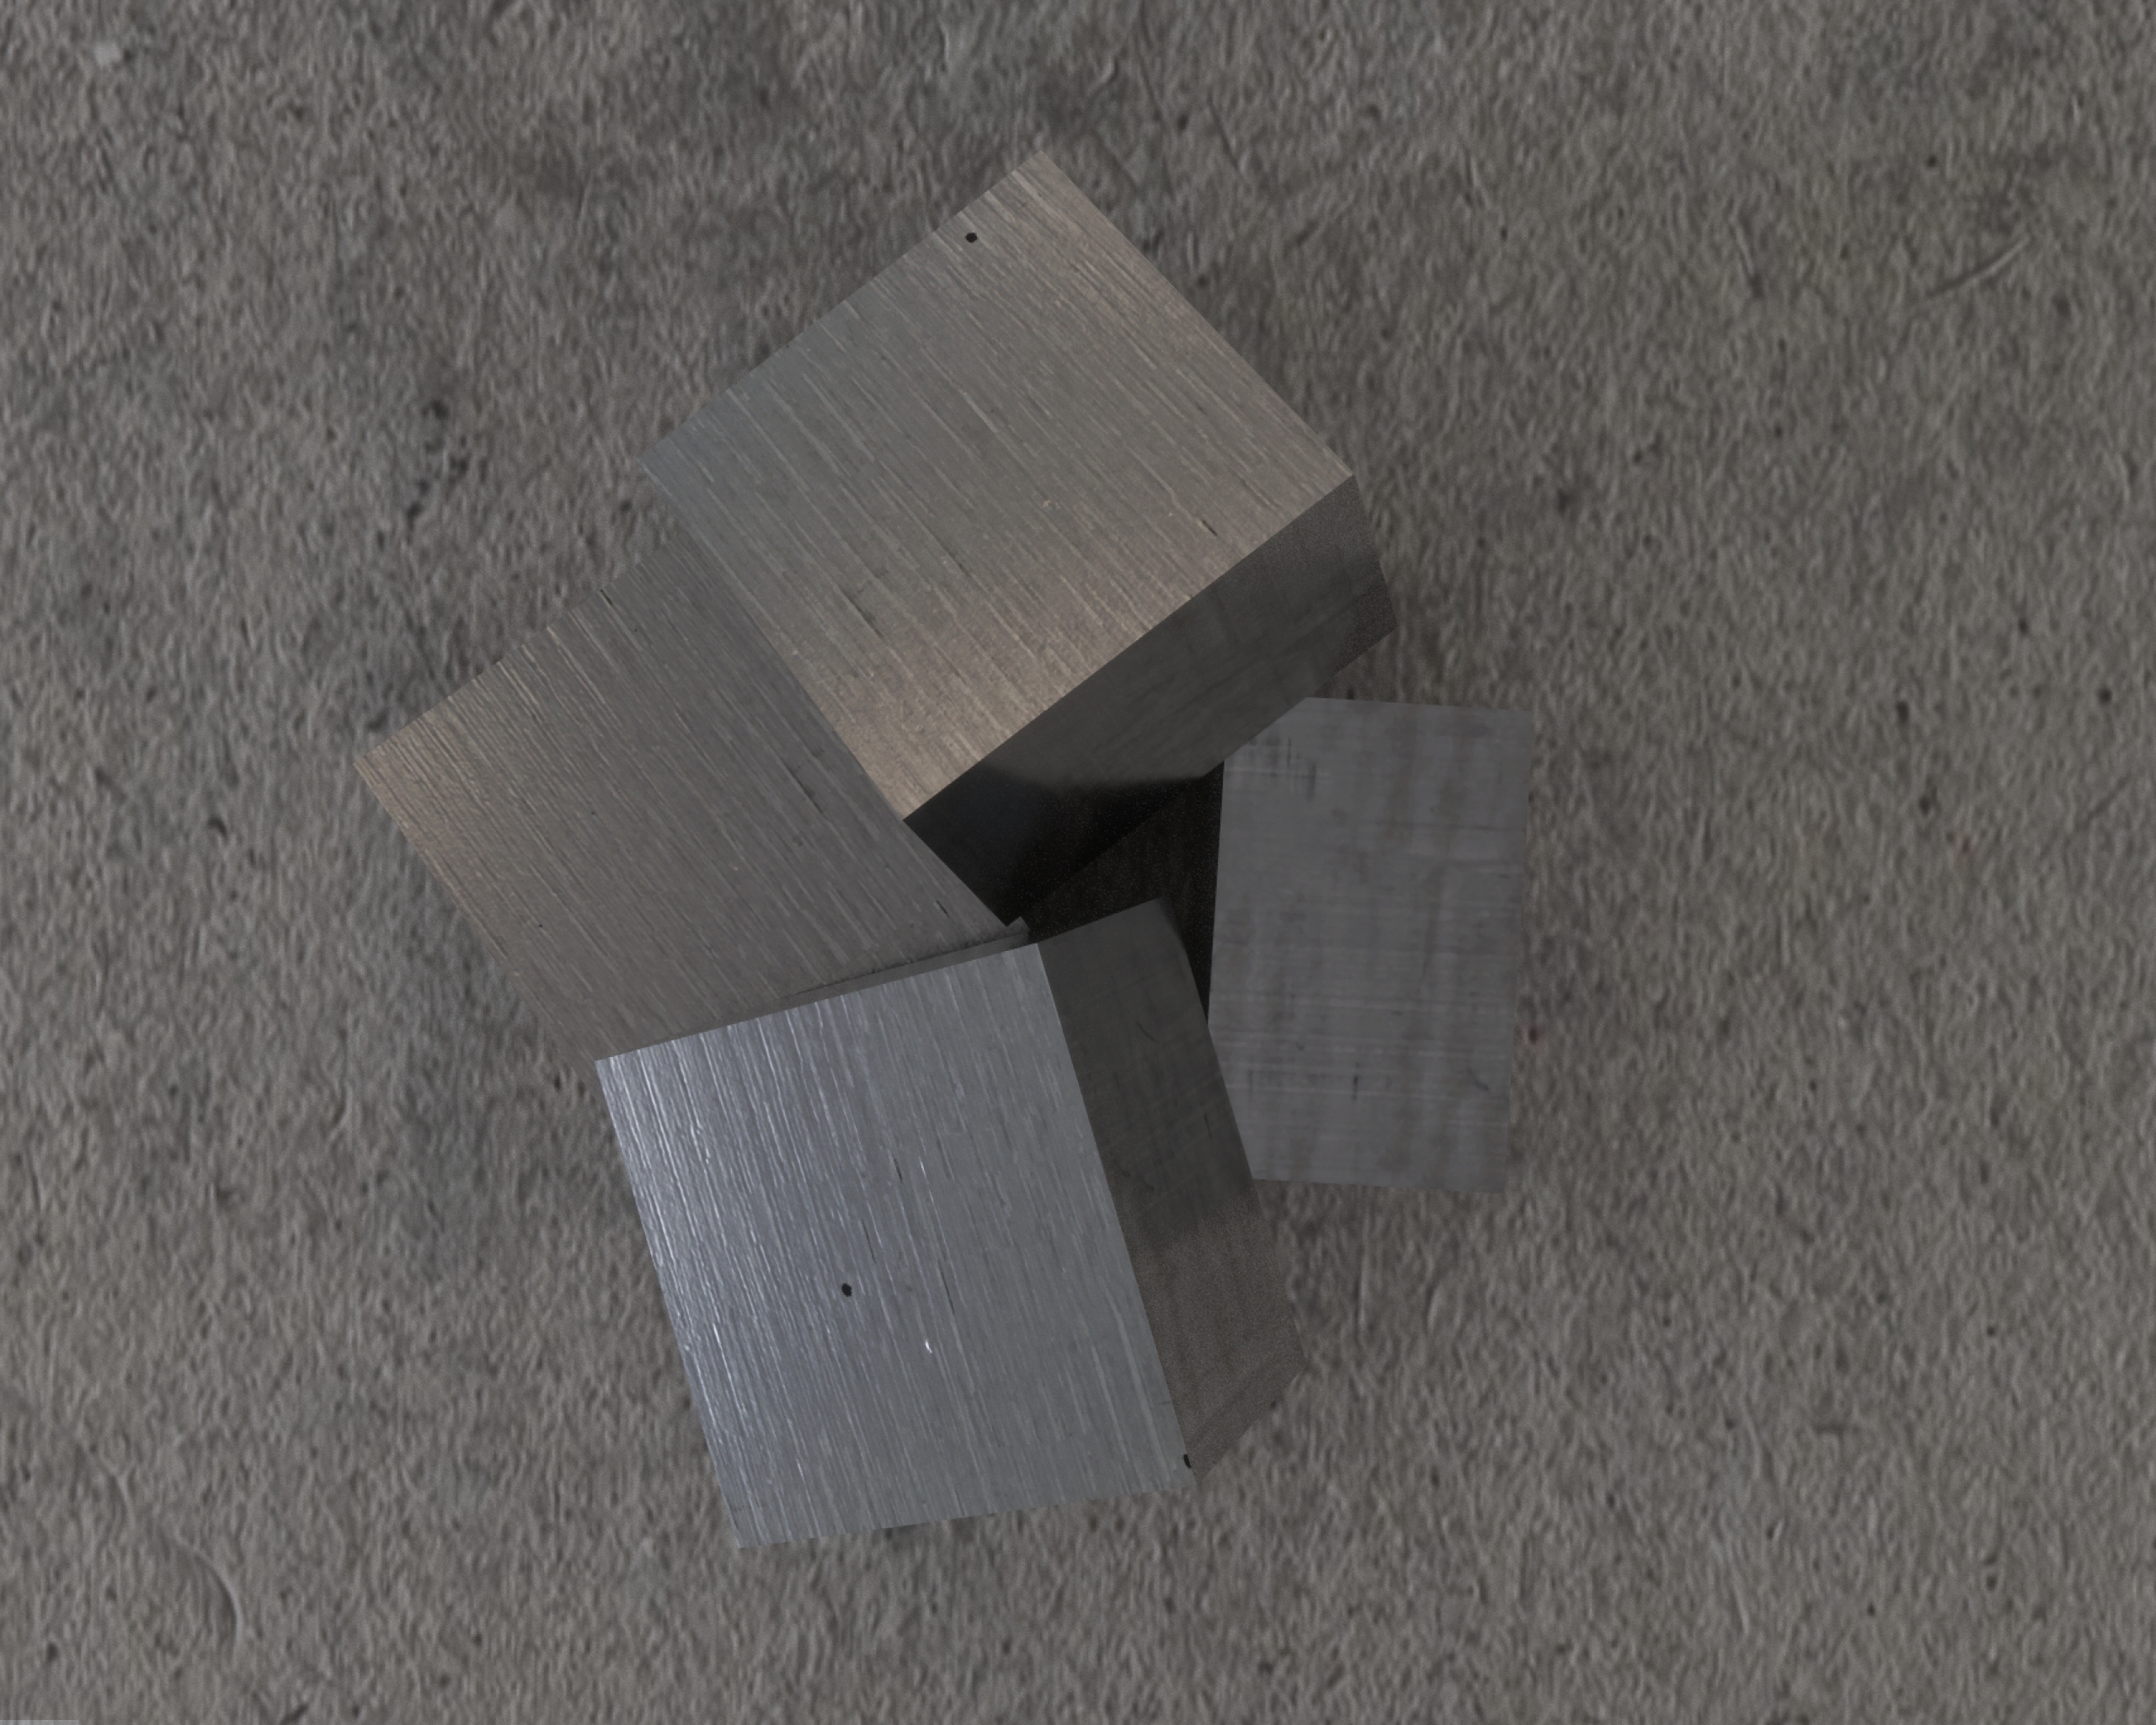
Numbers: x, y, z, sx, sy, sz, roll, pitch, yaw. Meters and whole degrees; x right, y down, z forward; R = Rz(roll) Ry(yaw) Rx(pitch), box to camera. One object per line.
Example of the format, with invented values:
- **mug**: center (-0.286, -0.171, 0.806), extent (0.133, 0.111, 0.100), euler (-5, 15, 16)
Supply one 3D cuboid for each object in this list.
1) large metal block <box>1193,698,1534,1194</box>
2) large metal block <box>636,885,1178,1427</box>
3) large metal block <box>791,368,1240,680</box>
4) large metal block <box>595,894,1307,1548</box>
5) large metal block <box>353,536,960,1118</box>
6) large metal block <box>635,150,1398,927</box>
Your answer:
- **large metal block**: center (0.047, 0.013, 0.383), extent (0.050, 0.080, 0.080), euler (4, 90, 0)
- **large metal block**: center (-0.026, 0.056, 0.397), extent (0.080, 0.050, 0.080), euler (-35, 90, 0)
- **large metal block**: center (-0.008, -0.056, 0.397), extent (0.080, 0.050, 0.080), euler (-36, 90, 0)
- **large metal block**: center (-0.019, 0.056, 0.333), extent (0.080, 0.050, 0.080), euler (-16, 90, 25)
- **large metal block**: center (-0.073, -0.008, 0.397), extent (0.080, 0.050, 0.080), euler (-35, 90, 0)
- **large metal block**: center (-0.009, -0.051, 0.333), extent (0.080, 0.050, 0.080), euler (-38, 65, 0)
